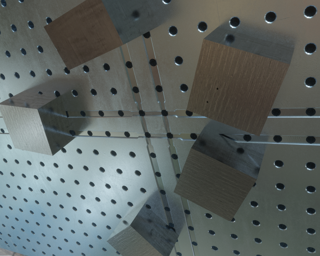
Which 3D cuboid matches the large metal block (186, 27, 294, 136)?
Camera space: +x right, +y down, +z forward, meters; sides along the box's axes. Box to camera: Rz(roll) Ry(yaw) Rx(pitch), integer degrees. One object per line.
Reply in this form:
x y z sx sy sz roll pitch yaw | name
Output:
0.081 -0.049 0.321 0.080 0.050 0.079 21 126 15 | large metal block

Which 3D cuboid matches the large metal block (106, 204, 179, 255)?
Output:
-0.030 0.187 0.525 0.080 0.050 0.080 44 129 -3 | large metal block

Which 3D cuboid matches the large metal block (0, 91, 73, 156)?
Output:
-0.194 -0.009 0.490 0.080 0.050 0.079 7 122 24 | large metal block

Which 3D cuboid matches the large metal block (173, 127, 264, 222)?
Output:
0.073 0.058 0.392 0.080 0.050 0.079 26 127 12 | large metal block

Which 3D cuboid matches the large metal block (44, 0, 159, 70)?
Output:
-0.061 -0.111 0.338 0.080 0.080 0.050 -14 111 33 | large metal block
